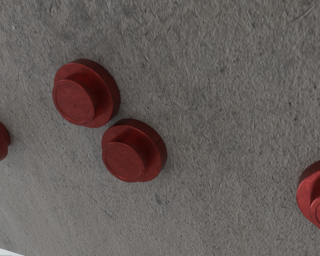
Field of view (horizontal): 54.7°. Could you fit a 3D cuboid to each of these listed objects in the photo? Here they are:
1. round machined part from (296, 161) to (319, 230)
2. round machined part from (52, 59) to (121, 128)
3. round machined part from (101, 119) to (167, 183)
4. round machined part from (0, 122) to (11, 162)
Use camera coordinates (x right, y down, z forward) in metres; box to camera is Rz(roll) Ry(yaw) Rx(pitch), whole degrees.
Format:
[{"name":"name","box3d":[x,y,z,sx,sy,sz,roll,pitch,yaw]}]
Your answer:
[{"name":"round machined part","box3d":[0.203,0.083,0.340,0.098,0.042,0.097,13,124,21]},{"name":"round machined part","box3d":[-0.107,-0.042,0.427,0.098,0.042,0.097,13,124,21]},{"name":"round machined part","box3d":[-0.043,0.039,0.442,0.098,0.042,0.097,13,124,21]},{"name":"round machined part","box3d":[-0.320,0.018,0.576,0.098,0.042,0.097,13,124,21]}]
